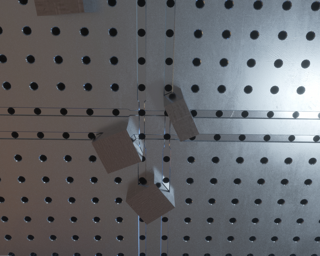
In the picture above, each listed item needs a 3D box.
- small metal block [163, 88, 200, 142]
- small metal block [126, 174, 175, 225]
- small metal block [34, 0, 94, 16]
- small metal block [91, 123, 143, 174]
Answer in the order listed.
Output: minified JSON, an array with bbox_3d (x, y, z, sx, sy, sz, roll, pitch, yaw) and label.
[{"bbox_3d":[0.026,-0.017,0.394,0.025,0.050,0.050,-23,109,8],"label":"small metal block"},{"bbox_3d":[-0.014,0.105,0.452,0.050,0.025,0.050,-35,107,11],"label":"small metal block"},{"bbox_3d":[-0.106,-0.141,0.347,0.050,0.050,0.025,-4,110,1],"label":"small metal block"},{"bbox_3d":[-0.057,0.028,0.423,0.050,0.025,0.050,-21,109,7],"label":"small metal block"}]
